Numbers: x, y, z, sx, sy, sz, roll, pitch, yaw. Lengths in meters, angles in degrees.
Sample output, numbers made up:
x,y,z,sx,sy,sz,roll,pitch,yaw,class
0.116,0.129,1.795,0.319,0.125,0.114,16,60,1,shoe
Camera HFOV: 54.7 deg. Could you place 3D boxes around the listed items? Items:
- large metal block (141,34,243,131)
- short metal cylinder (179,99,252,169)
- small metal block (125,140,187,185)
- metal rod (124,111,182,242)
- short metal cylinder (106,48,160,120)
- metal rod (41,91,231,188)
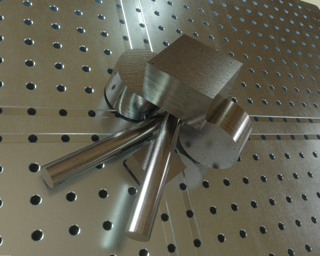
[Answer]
x,y,z,sx,sy,sz,roll,pitch,yaw,class
0.037,-0.056,0.360,0.080,0.050,0.080,32,50,14,large metal block
0.072,0.007,0.404,0.080,0.080,0.050,40,52,-1,short metal cylinder
-0.005,0.045,0.374,0.050,0.025,0.050,-32,80,-38,small metal block
0.016,-0.010,0.386,0.025,0.025,0.300,27,52,-12,metal rod
-0.025,-0.057,0.409,0.081,0.050,0.080,14,56,-21,short metal cylinder
-0.005,-0.003,0.403,0.302,0.025,0.025,-26,76,-37,metal rod
